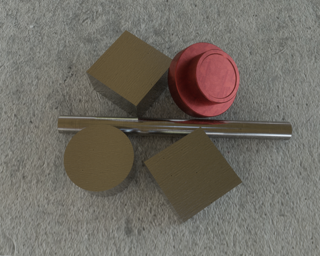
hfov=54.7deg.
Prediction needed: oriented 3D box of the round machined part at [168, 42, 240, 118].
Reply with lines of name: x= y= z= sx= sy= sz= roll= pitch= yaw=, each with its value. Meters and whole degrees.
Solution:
round machined part: x=0.063 y=-0.063 z=0.399 sx=0.099 sy=0.042 sz=0.097 roll=2 pitch=85 yaw=-27

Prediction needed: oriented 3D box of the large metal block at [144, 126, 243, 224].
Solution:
large metal block: x=0.037 y=0.058 z=0.375 sx=0.080 sy=0.050 sz=0.080 roll=-32 pitch=73 yaw=-11

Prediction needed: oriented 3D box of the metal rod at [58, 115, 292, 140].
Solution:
metal rod: x=0.019 y=0.000 z=0.411 sx=0.302 sy=0.025 sz=0.025 roll=2 pitch=70 yaw=0

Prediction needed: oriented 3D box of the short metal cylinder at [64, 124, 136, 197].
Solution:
short metal cylinder: x=-0.070 y=0.041 z=0.380 sx=0.081 sy=0.050 sz=0.080 roll=0 pitch=70 yaw=0

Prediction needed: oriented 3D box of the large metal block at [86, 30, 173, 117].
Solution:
large metal block: x=-0.037 y=-0.071 z=0.419 sx=0.080 sy=0.050 sz=0.080 roll=35 pitch=73 yaw=11
